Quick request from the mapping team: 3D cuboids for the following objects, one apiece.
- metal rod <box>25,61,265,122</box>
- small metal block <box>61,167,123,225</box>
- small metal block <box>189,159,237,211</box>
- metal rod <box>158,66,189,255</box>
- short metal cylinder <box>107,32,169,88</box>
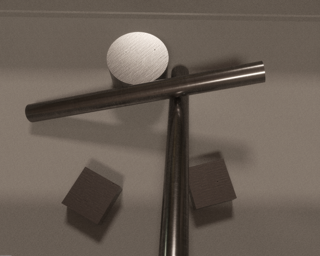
[{"bbox_3d":[-0.027,-0.042,0.385,0.301,0.025,0.025,-9,70,12],"label":"metal rod"},{"bbox_3d":[-0.082,0.083,0.378,0.050,0.025,0.050,28,72,9],"label":"small metal block"},{"bbox_3d":[0.061,0.070,0.385,0.050,0.025,0.050,-14,71,-5],"label":"small metal block"},{"bbox_3d":[0.019,0.027,0.334,0.025,0.025,0.300,4,45,1],"label":"metal rod"},{"bbox_3d":[-0.029,-0.083,0.427,0.081,0.050,0.080,0,70,0],"label":"short metal cylinder"}]
